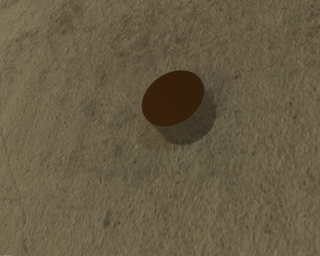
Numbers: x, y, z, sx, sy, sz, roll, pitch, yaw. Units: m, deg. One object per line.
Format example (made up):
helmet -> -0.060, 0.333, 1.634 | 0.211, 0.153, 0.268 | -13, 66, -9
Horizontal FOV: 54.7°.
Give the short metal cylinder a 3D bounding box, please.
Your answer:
short metal cylinder -> 0.024, -0.025, 0.389 | 0.080, 0.050, 0.080 | -13, 56, 20
